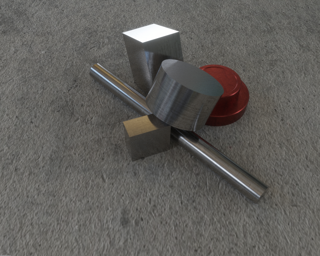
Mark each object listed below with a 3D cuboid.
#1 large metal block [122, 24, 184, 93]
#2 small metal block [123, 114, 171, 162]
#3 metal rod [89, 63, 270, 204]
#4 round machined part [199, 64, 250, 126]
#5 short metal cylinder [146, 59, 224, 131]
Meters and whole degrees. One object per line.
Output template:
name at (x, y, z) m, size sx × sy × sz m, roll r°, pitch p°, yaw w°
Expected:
large metal block at (-0.008, -0.095, 0.435) m, size 0.050 × 0.080 × 0.080 m, roll -22°, pitch 32°, yaw -16°
small metal block at (-0.016, 0.011, 0.380) m, size 0.050 × 0.050 × 0.025 m, roll -16°, pitch 52°, yaw -14°
metal rod at (0.008, -0.007, 0.411) m, size 0.300 × 0.025 × 0.025 m, roll 38°, pitch 59°, yaw 27°
round machined part at (0.077, -0.053, 0.438) m, size 0.099 × 0.042 × 0.098 m, roll 0°, pitch 50°, yaw 0°
short metal cylinder at (0.029, -0.041, 0.375) m, size 0.080 × 0.050 × 0.080 m, roll 19°, pitch 31°, yaw -12°
